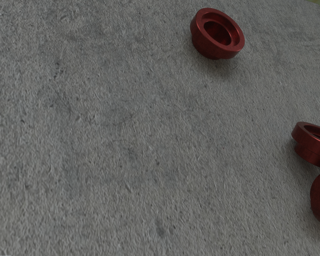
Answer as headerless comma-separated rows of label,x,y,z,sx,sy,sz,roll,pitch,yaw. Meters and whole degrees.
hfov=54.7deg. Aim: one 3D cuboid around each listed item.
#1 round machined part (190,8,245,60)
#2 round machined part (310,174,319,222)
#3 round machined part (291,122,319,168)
round machined part,0.095,-0.158,0.540,0.099,0.042,0.098,14,56,-21
round machined part,0.263,0.099,0.453,0.099,0.042,0.097,-2,98,-12
round machined part,0.256,0.031,0.493,0.099,0.042,0.098,17,23,-7
